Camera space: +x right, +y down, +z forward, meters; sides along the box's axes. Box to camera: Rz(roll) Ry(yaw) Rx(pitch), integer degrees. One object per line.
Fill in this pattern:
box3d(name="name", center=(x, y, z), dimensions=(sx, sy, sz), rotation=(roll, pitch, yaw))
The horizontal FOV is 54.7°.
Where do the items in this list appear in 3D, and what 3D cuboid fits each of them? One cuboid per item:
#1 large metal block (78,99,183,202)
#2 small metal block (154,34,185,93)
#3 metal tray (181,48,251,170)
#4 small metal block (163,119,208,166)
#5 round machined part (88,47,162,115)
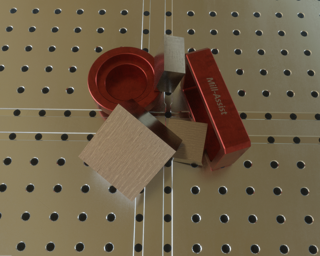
box3d(name="large metal block", center=(-0.033, 0.024, 0.365), dimensions=(0.080, 0.050, 0.080), rotation=(40, 106, 2))
box3d(name="small metal block", center=(0.011, -0.078, 0.384), dimensions=(0.025, 0.050, 0.050), rotation=(5, 68, -13))
box3d(name="metal tray", center=(0.063, -0.021, 0.386), dimensions=(0.030, 0.090, 0.130), rotation=(-17, 71, -6))
box3d(name="small metal block", center=(0.034, 0.018, 0.400), dimensions=(0.050, 0.025, 0.050), rotation=(8, 74, 14))
box3d(name="round machined part", center=(-0.045, -0.058, 0.423), dimensions=(0.099, 0.042, 0.098), rotation=(0, 70, -1))
